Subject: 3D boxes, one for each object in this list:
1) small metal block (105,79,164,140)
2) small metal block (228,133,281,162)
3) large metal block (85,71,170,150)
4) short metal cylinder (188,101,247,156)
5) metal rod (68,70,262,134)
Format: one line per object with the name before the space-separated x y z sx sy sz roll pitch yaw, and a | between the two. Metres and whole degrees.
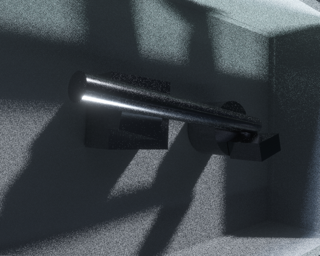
small metal block | -0.024 -0.017 0.321 0.050 0.025 0.050 17 79 -39
small metal block | 0.133 0.026 0.436 0.050 0.050 0.025 -19 102 -39
large metal block | -0.036 -0.016 0.358 0.081 0.050 0.080 3 88 -40
short metal cylinder | 0.089 0.000 0.465 0.081 0.050 0.079 0 90 -40
metal rod | 0.038 -0.017 0.347 0.302 0.025 0.025 8 85 -48
